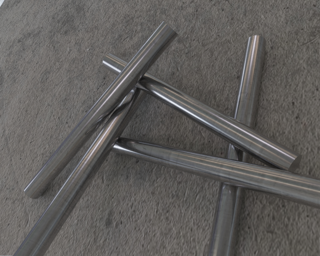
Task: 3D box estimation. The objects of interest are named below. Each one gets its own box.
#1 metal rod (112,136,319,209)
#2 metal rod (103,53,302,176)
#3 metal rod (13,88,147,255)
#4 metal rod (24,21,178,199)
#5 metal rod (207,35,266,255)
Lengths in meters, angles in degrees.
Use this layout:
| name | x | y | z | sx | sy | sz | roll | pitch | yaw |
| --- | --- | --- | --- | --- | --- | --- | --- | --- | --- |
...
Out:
| name | x | y | z | sx | sy | sz | roll | pitch | yaw |
| --- | --- | --- | --- | --- | --- | --- | --- | --- | --- |
| metal rod | 0.044 | 0.039 | 0.329 | 0.300 | 0.025 | 0.025 | 10 | 66 | 41 |
| metal rod | 0.024 | -0.032 | 0.375 | 0.300 | 0.025 | 0.025 | 34 | 81 | 37 |
| metal rod | -0.079 | 0.035 | 0.374 | 0.025 | 0.025 | 0.301 | 5 | 48 | 30 |
| metal rod | -0.085 | -0.015 | 0.412 | 0.299 | 0.025 | 0.025 | -48 | 50 | 13 |
| metal rod | 0.088 | 0.019 | 0.345 | 0.025 | 0.025 | 0.300 | 2 | 62 | 29 |
